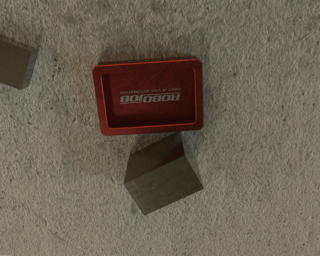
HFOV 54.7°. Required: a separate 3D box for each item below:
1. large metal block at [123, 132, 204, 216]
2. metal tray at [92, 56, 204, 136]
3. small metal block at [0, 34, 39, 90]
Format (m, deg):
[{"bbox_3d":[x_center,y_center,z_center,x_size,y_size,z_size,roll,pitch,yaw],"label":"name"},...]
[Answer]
[{"bbox_3d":[0.004,0.055,0.401,0.080,0.080,0.050,-27,108,9],"label":"large metal block"},{"bbox_3d":[-0.012,-0.040,0.392,0.131,0.030,0.089,-4,110,1],"label":"metal tray"},{"bbox_3d":[-0.183,-0.081,0.378,0.050,0.025,0.050,21,109,-8],"label":"small metal block"}]
